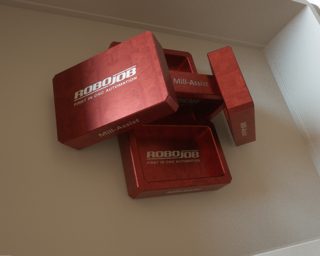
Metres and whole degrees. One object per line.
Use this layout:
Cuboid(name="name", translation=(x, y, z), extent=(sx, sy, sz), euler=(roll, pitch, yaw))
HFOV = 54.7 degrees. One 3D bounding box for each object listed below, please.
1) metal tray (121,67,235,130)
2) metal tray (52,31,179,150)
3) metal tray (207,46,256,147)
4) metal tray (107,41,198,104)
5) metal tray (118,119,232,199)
Cuboid(name="metal tray", translation=(0.016, -0.031, 0.390), extent=(0.131, 0.090, 0.030), euler=(1, 62, -29))
Cuboid(name="metal tray", translation=(-0.053, -0.039, 0.340), extent=(0.030, 0.130, 0.090), euler=(41, 32, -60))
Cuboid(name="metal tray", translation=(0.100, -0.038, 0.421), extent=(0.030, 0.130, 0.090), euler=(-19, 64, 10))
Cuboid(name="metal tray", translation=(-0.006, -0.071, 0.440), extent=(0.131, 0.030, 0.090), euler=(0, 62, -29))
Cuboid(name="metal tray", translation=(0.019, 0.035, 0.387), extent=(0.131, 0.030, 0.090), euler=(1, 61, -29))
